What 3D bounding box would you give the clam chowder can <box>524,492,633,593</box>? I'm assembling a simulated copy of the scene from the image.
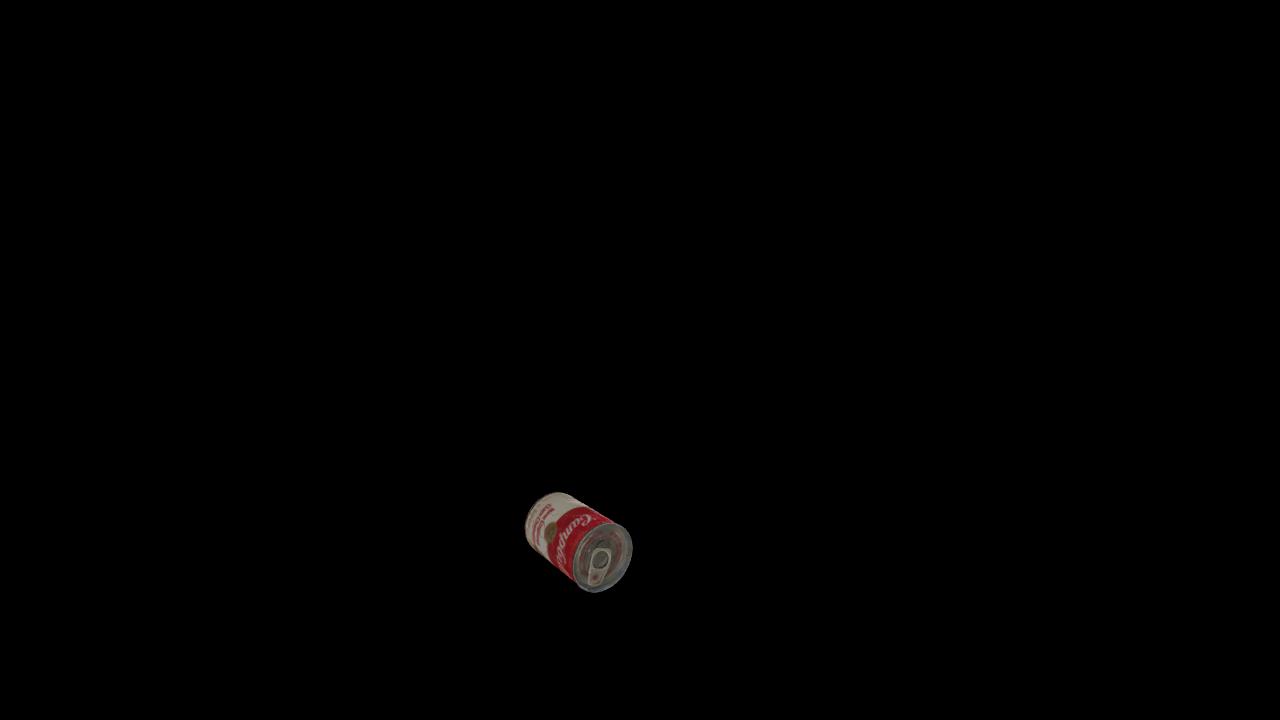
[{"bbox_3d":[-0.064,0.179,0.617,0.068,0.068,0.102,0,8,-37],"label":"clam chowder can"}]
